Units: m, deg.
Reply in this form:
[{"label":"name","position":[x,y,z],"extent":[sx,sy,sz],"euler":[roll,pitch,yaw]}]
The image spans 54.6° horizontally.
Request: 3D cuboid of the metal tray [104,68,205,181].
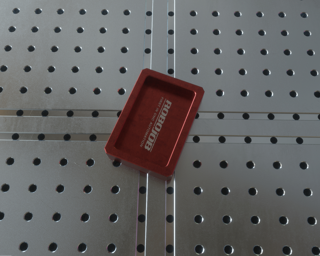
[{"label":"metal tray","position":[-0.005,-0.007,0.411],"extent":[0.090,0.030,0.130],"euler":[21,71,7]}]
